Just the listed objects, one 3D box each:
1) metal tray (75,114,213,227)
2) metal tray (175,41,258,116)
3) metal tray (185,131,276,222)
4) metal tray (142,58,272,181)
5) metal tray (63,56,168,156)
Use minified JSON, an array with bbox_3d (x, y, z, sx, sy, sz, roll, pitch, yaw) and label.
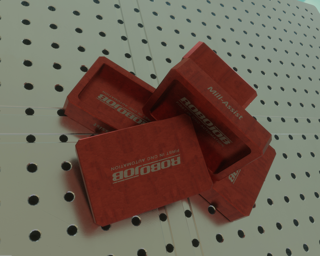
[{"bbox_3d":[-0.017,0.043,0.340,0.131,0.030,0.090,-14,79,-19],"label":"metal tray"},{"bbox_3d":[0.061,-0.049,0.406,0.090,0.130,0.030,43,79,1],"label":"metal tray"},{"bbox_3d":[0.101,0.050,0.429,0.090,0.030,0.131,42,51,0],"label":"metal tray"},{"bbox_3d":[0.049,-0.006,0.359,0.130,0.090,0.030,44,51,1],"label":"metal tray"},{"bbox_3d":[-0.043,-0.025,0.398,0.130,0.030,0.090,31,51,-8],"label":"metal tray"}]
